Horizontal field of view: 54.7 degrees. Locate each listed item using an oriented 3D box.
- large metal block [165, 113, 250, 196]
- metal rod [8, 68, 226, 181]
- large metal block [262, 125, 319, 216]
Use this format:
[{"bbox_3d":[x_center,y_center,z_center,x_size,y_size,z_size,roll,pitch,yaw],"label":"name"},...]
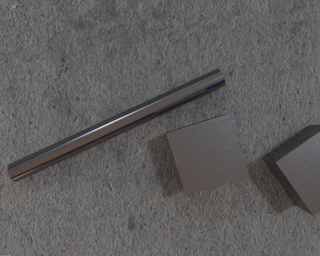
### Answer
[{"bbox_3d":[0.058,0.032,0.398,0.080,0.050,0.080,-18,90,-1],"label":"large metal block"},{"bbox_3d":[-0.056,-0.004,0.409,0.301,0.025,0.025,-25,90,-1],"label":"metal rod"},{"bbox_3d":[0.196,0.051,0.400,0.080,0.050,0.080,-35,90,0],"label":"large metal block"}]
